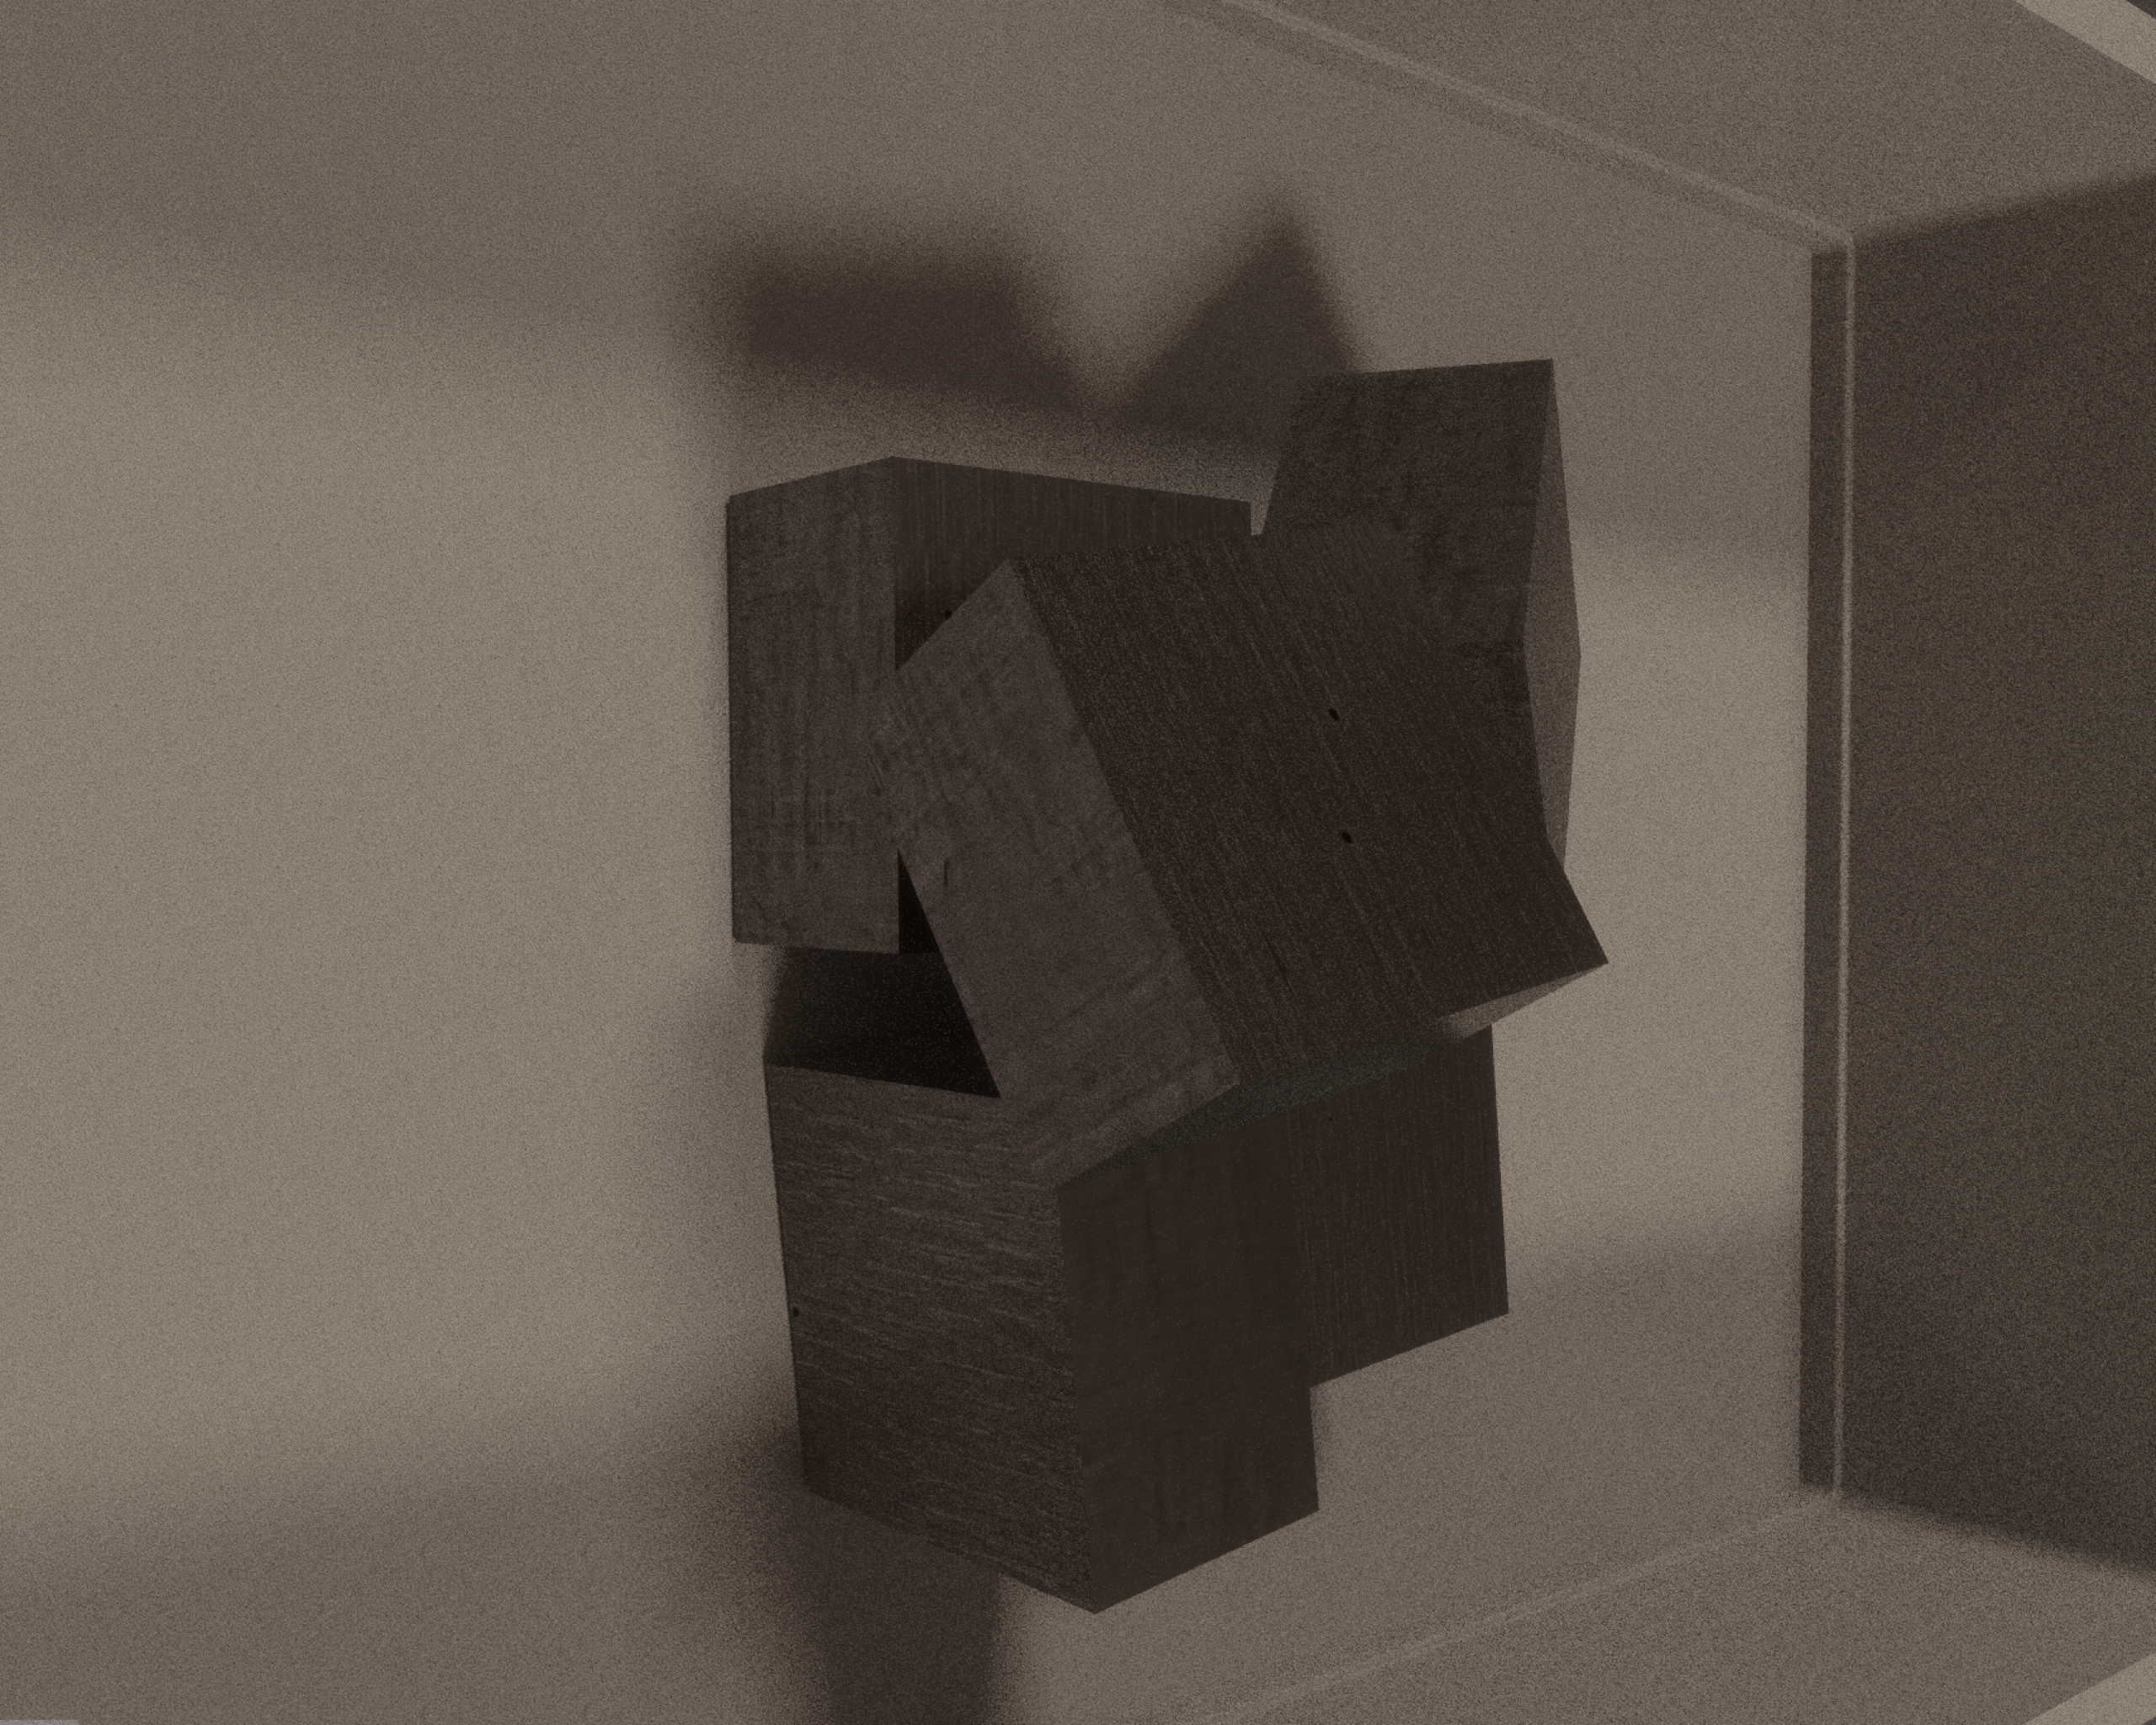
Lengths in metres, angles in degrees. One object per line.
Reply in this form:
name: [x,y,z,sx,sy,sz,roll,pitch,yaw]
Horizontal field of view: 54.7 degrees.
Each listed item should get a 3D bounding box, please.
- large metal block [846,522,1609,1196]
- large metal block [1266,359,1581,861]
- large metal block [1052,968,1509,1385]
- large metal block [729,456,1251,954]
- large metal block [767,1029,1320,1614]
large metal block: [0.023,-0.003,0.325,0.081,0.050,0.080,-12,73,-39]
large metal block: [0.070,-0.042,0.416,0.080,0.050,0.080,70,27,-46]
large metal block: [0.039,0.057,0.421,0.081,0.050,0.079,-7,95,-40]
large metal block: [-0.015,-0.026,0.378,0.081,0.050,0.079,-1,91,-40]
large metal block: [-0.008,0.073,0.364,0.050,0.080,0.079,-9,96,-40]
